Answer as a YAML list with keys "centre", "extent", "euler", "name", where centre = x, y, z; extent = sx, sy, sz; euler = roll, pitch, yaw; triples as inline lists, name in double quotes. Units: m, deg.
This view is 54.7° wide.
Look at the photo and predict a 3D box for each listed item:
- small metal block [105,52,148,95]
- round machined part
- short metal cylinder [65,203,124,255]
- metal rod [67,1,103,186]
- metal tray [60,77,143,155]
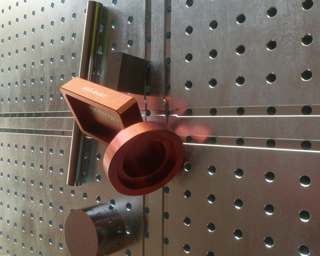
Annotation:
- centre: [-0.046, -0.074, 0.427]
  extent: [0.025, 0.050, 0.050]
  euler: [12, 95, 39]
  name: "small metal block"
- centre: [-0.022, 0.033, 0.382]
  extent: [0.042, 0.099, 0.097]
  euler: [50, 121, 48]
  name: "round machined part"
- centre: [-0.101, 0.160, 0.474]
  extent: [0.080, 0.050, 0.079]
  euler: [0, 90, 40]
  name: "short metal cylinder"
- centre: [-0.124, -0.052, 0.508]
  extent: [0.025, 0.025, 0.298]
  euler: [14, 99, 39]
  name: "metal rod"
- centre: [-0.077, -0.014, 0.434]
  extent: [0.130, 0.030, 0.090]
  euler: [23, 143, 37]
  name: "metal tray"
